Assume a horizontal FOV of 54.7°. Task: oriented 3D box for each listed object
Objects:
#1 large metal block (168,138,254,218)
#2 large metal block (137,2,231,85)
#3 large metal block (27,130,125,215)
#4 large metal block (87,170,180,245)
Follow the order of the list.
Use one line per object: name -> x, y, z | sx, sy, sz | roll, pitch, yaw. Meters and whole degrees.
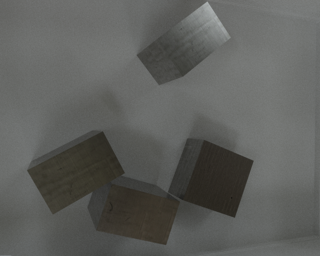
large metal block -> 0.069, 0.066, 0.423 | 0.080, 0.050, 0.080 | 23, 82, -19
large metal block -> 0.027, -0.102, 0.391 | 0.080, 0.080, 0.050 | -41, 103, -15
large metal block -> -0.095, 0.044, 0.346 | 0.080, 0.080, 0.050 | -29, 100, -18
large metal block -> -0.035, 0.091, 0.368 | 0.081, 0.080, 0.050 | 19, 86, -19
